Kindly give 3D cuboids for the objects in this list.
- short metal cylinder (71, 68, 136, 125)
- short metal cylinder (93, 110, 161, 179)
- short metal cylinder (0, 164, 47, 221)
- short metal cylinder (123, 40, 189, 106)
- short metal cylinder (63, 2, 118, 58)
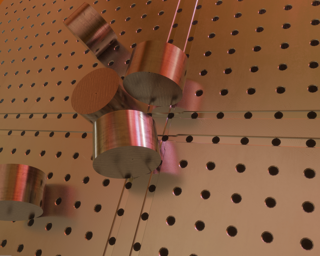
[{"bbox_3d":[-0.083,-0.042,0.460,0.080,0.050,0.080,-13,56,20],"label":"short metal cylinder"},{"bbox_3d":[-0.042,0.022,0.380,0.080,0.080,0.050,-20,54,16],"label":"short metal cylinder"},{"bbox_3d":[-0.199,0.089,0.420,0.080,0.080,0.050,-18,55,17],"label":"short metal cylinder"},{"bbox_3d":[-0.005,-0.072,0.418,0.080,0.080,0.050,-1,62,27],"label":"short metal cylinder"},{"bbox_3d":[-0.120,-0.169,0.537,0.050,0.080,0.080,-44,51,-3],"label":"short metal cylinder"}]
